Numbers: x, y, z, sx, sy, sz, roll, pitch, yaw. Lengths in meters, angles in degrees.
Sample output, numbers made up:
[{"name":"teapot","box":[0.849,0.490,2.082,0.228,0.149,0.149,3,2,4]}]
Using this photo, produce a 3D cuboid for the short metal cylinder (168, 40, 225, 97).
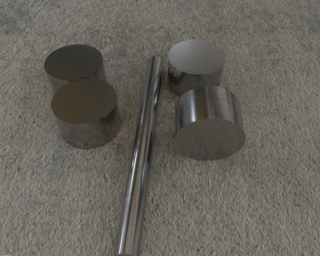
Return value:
[{"name":"short metal cylinder","box":[0.052,-0.086,0.460,0.081,0.050,0.080,0,50,0]}]

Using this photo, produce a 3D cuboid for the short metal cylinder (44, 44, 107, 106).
[{"name":"short metal cylinder","box":[-0.120,-0.077,0.451,0.081,0.050,0.080,0,50,0]}]

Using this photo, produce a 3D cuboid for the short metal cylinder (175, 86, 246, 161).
[{"name":"short metal cylinder","box":[0.058,-0.004,0.371,0.080,0.080,0.050,1,50,1]}]

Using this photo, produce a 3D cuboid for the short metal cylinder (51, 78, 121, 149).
[{"name":"short metal cylinder","box":[-0.094,-0.019,0.402,0.081,0.050,0.080,0,50,0]}]

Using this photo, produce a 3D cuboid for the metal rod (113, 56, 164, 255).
[{"name":"metal rod","box":[-0.019,0.010,0.393,0.025,0.025,0.300,4,50,3]}]
